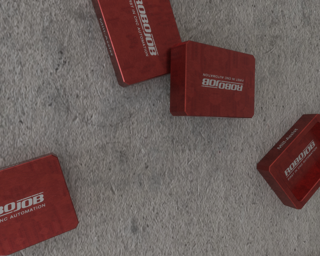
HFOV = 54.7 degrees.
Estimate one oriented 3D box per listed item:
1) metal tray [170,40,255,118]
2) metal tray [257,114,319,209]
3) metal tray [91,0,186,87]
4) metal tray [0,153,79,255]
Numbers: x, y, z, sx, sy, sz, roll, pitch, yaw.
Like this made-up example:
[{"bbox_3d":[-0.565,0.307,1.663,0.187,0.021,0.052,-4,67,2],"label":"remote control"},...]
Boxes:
[{"bbox_3d":[0.074,-0.059,0.414,0.131,0.030,0.089,0,91,-37],"label":"metal tray"},{"bbox_3d":[0.225,0.051,0.489,0.130,0.030,0.090,-43,104,-15],"label":"metal tray"},{"bbox_3d":[-0.026,-0.126,0.396,0.091,0.030,0.129,-19,97,-19],"label":"metal tray"},{"bbox_3d":[-0.168,0.090,0.344,0.131,0.030,0.089,-18,96,-19],"label":"metal tray"}]
